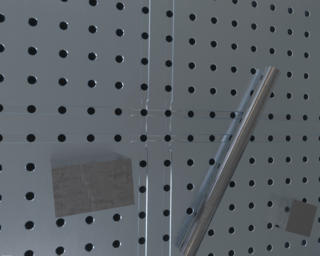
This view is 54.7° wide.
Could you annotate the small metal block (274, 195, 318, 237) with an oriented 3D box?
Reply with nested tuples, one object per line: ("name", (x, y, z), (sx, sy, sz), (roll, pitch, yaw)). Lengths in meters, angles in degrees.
("small metal block", (0.216, 0.141, 0.493), (0.050, 0.025, 0.050), (20, 83, -19))

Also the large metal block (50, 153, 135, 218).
("large metal block", (-0.080, 0.060, 0.354), (0.081, 0.080, 0.050), (-5, 92, -20))

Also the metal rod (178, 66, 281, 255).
("metal rod", (0.105, 0.043, 0.451), (0.025, 0.025, 0.299), (31, 80, -18))
